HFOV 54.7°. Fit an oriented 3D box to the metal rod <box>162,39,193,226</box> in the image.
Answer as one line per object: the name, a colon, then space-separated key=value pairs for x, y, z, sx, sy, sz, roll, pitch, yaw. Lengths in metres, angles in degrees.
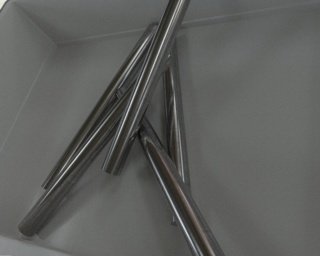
metal rod: x=0.018 y=-0.024 z=0.411 sx=0.025 sy=0.025 sz=0.299 roll=-16 pitch=55 yaw=19

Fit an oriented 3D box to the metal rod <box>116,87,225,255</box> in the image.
metal rod: x=-0.002 y=0.036 z=0.355 sx=0.025 sy=0.025 sz=0.300 roll=-36 pitch=42 yaw=5

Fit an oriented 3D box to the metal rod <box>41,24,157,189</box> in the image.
metal rod: x=-0.082 y=-0.037 z=0.471 sx=0.025 sy=0.025 sz=0.300 roll=20 pitch=72 yaw=35

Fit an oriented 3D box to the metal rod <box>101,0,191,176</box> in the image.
metal rod: x=-0.004 y=-0.085 z=0.371 sx=0.025 sy=0.025 sz=0.299 roll=25 pitch=94 yaw=36

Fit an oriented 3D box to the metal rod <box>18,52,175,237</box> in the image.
metal rod: x=-0.085 y=0.021 z=0.406 sx=0.299 sy=0.025 sz=0.025 roll=-51 pitch=51 yaw=4
